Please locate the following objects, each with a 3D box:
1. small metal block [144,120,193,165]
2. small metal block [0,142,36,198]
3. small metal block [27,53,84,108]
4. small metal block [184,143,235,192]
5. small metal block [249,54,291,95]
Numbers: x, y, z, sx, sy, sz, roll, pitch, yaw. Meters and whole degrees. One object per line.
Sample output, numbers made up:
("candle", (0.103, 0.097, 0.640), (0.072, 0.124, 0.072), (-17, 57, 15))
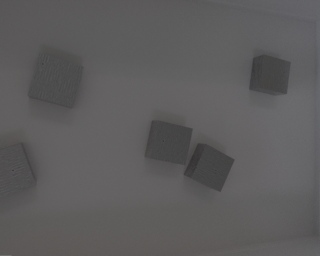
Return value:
("small metal block", (0.012, 0.020, 0.415), (0.050, 0.025, 0.050), (13, 86, -20))
("small metal block", (-0.173, 0.048, 0.347), (0.050, 0.025, 0.050), (-20, 97, -19))
("small metal block", (-0.122, -0.054, 0.365), (0.050, 0.025, 0.050), (15, 85, -20))
("small metal block", (0.069, 0.055, 0.436), (0.050, 0.025, 0.050), (29, 81, -18))
("small metal block", (0.168, -0.079, 0.472), (0.050, 0.025, 0.050), (9, 87, -20))
